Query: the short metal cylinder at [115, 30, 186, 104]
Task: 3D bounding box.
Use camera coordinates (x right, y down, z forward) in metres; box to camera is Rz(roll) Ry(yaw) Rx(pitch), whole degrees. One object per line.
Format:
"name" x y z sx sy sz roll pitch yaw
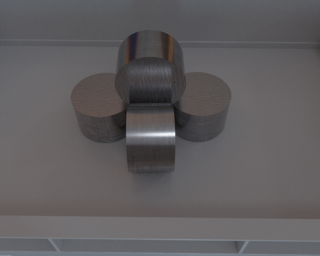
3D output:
"short metal cylinder" -0.011 -0.067 0.366 0.081 0.080 0.050 -1 50 -1

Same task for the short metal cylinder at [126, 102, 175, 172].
"short metal cylinder" -0.010 0.011 0.358 0.050 0.080 0.080 -1 50 -2

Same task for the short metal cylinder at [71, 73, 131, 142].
"short metal cylinder" -0.071 -0.028 0.409 0.080 0.050 0.080 0 50 0

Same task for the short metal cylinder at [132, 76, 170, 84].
"short metal cylinder" -0.013 -0.088 0.441 0.050 0.080 0.080 -1 50 -2

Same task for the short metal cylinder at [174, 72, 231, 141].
"short metal cylinder" 0.050 -0.029 0.411 0.080 0.050 0.080 0 50 0
